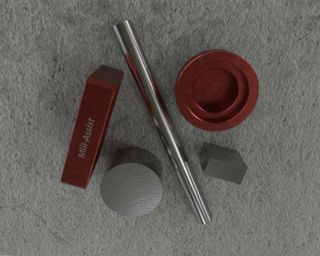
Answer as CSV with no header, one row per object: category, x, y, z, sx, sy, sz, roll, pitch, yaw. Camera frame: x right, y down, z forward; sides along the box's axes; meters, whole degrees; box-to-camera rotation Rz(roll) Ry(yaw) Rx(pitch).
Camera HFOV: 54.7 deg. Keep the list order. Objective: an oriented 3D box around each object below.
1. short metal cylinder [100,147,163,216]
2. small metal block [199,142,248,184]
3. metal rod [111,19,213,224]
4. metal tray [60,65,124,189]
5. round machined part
short metal cylinder,-0.037,0.072,0.424,0.081,0.050,0.079,0,110,-1
small metal block,0.082,0.046,0.413,0.050,0.050,0.025,16,109,-6
metal rod,0.010,0.006,0.414,0.025,0.025,0.299,-21,109,7
metal tray,-0.080,-0.004,0.374,0.030,0.090,0.129,17,109,-7
round machined part,0.067,-0.048,0.385,0.099,0.042,0.097,0,110,-1
